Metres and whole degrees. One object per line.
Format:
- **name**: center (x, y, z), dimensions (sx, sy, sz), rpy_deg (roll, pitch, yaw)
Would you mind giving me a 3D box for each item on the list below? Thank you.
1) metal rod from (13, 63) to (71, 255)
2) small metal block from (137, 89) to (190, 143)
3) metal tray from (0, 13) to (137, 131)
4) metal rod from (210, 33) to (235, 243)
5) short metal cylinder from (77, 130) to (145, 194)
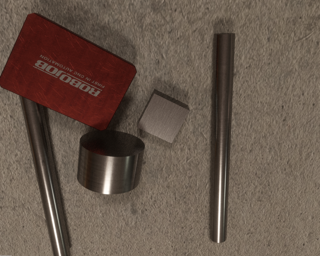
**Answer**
- **metal rod**: center (-0.159, 0.059, 0.429), dimensions (0.025, 0.025, 0.298), rpy_deg (-3, 110, 0)
- **small metal block**: center (0.004, -0.016, 0.404), dimensions (0.050, 0.025, 0.050), rpy_deg (25, 108, -10)
- **metal tray**: center (-0.105, -0.063, 0.366), dimensions (0.131, 0.030, 0.090), rpy_deg (26, 101, -19)
- **metal rod**: center (0.083, 0.027, 0.420), dimensions (0.025, 0.025, 0.298), rpy_deg (-2, 110, 0)
- **short metal cylinder**: center (-0.063, 0.041, 0.395), dimensions (0.081, 0.080, 0.050), rpy_deg (8, 110, -4)
